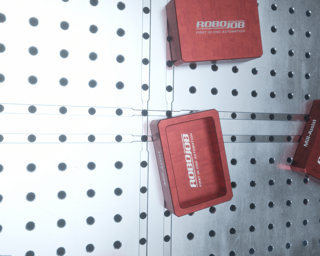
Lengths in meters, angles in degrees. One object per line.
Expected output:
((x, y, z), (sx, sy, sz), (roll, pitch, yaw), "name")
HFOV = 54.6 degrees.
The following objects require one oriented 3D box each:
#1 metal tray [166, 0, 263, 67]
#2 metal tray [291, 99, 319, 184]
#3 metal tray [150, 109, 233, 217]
((0.079, -0.138, 0.438), (0.131, 0.030, 0.090), (-8, 93, -20), "metal tray")
((0.280, 0.027, 0.512), (0.090, 0.030, 0.130), (26, 81, -18), "metal tray")
((0.045, 0.045, 0.425), (0.091, 0.030, 0.129), (-12, 94, -20), "metal tray")
